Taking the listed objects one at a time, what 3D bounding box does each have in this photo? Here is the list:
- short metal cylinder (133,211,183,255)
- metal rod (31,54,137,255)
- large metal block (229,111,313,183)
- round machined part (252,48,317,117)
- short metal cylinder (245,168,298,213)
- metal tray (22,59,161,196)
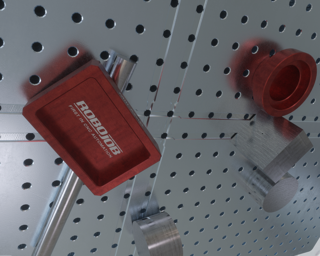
[{"bbox_3d":[-0.005,0.177,0.482,0.050,0.080,0.079,-13,124,-22],"label":"short metal cylinder"},{"bbox_3d":[-0.101,0.051,0.387,0.025,0.025,0.298,15,111,-34],"label":"metal rod"},{"bbox_3d":[0.172,0.024,0.485,0.080,0.080,0.050,-46,129,4],"label":"large metal block"},{"bbox_3d":[0.176,-0.069,0.454,0.099,0.042,0.097,-14,124,-21],"label":"round machined part"},{"bbox_3d":[0.207,0.109,0.576,0.081,0.050,0.079,-14,124,-21],"label":"short metal cylinder"},{"bbox_3d":[-0.069,0.003,0.340,0.090,0.030,0.130,-32,114,5],"label":"metal tray"}]
